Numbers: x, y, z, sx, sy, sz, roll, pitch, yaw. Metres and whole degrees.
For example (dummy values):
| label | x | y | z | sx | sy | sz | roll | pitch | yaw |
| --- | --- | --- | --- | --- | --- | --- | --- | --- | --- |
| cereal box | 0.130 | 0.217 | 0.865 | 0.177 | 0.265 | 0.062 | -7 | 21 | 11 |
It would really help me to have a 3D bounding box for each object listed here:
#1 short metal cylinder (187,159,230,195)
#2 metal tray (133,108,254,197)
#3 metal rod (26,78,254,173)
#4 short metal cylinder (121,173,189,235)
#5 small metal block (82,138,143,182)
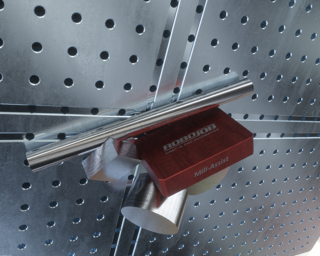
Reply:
| label | x | y | z | sx | sy | sz | roll | pitch | yaw |
| --- | --- | --- | --- | --- | --- | --- | --- | --- | --- |
| short metal cylinder | 0.053 | 0.050 | 0.444 | 0.081 | 0.050 | 0.079 | -18 | 135 | -19 |
| metal tray | 0.042 | 0.025 | 0.403 | 0.131 | 0.090 | 0.030 | -24 | 127 | -14 |
| metal rod | -0.011 | -0.010 | 0.394 | 0.302 | 0.025 | 0.025 | -20 | 126 | -17 |
| short metal cylinder | -0.006 | 0.104 | 0.423 | 0.080 | 0.080 | 0.050 | 56 | 44 | -39 |
| small metal block | -0.058 | 0.041 | 0.384 | 0.050 | 0.025 | 0.050 | -39 | 151 | 18 |
